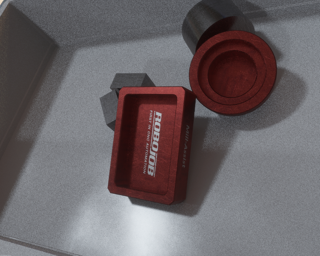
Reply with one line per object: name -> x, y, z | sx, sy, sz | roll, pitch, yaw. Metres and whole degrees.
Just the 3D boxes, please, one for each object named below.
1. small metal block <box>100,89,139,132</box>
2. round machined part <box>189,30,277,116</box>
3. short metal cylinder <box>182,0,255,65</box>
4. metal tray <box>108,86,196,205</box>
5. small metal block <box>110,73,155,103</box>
small metal block -> -0.054, -0.017, 0.427 | 0.025, 0.050, 0.050 | -29, 52, 10
round machined part -> 0.088, -0.062, 0.371 | 0.098, 0.042, 0.097 | -1, 86, 20
short metal cylinder -> 0.075, -0.122, 0.405 | 0.080, 0.080, 0.050 | -29, 52, 9
metal tray -> -0.010, 0.017, 0.366 | 0.090, 0.030, 0.129 | 4, 85, 29
small metal block -> -0.033, -0.052, 0.438 | 0.050, 0.050, 0.025 | 5, 65, 30
